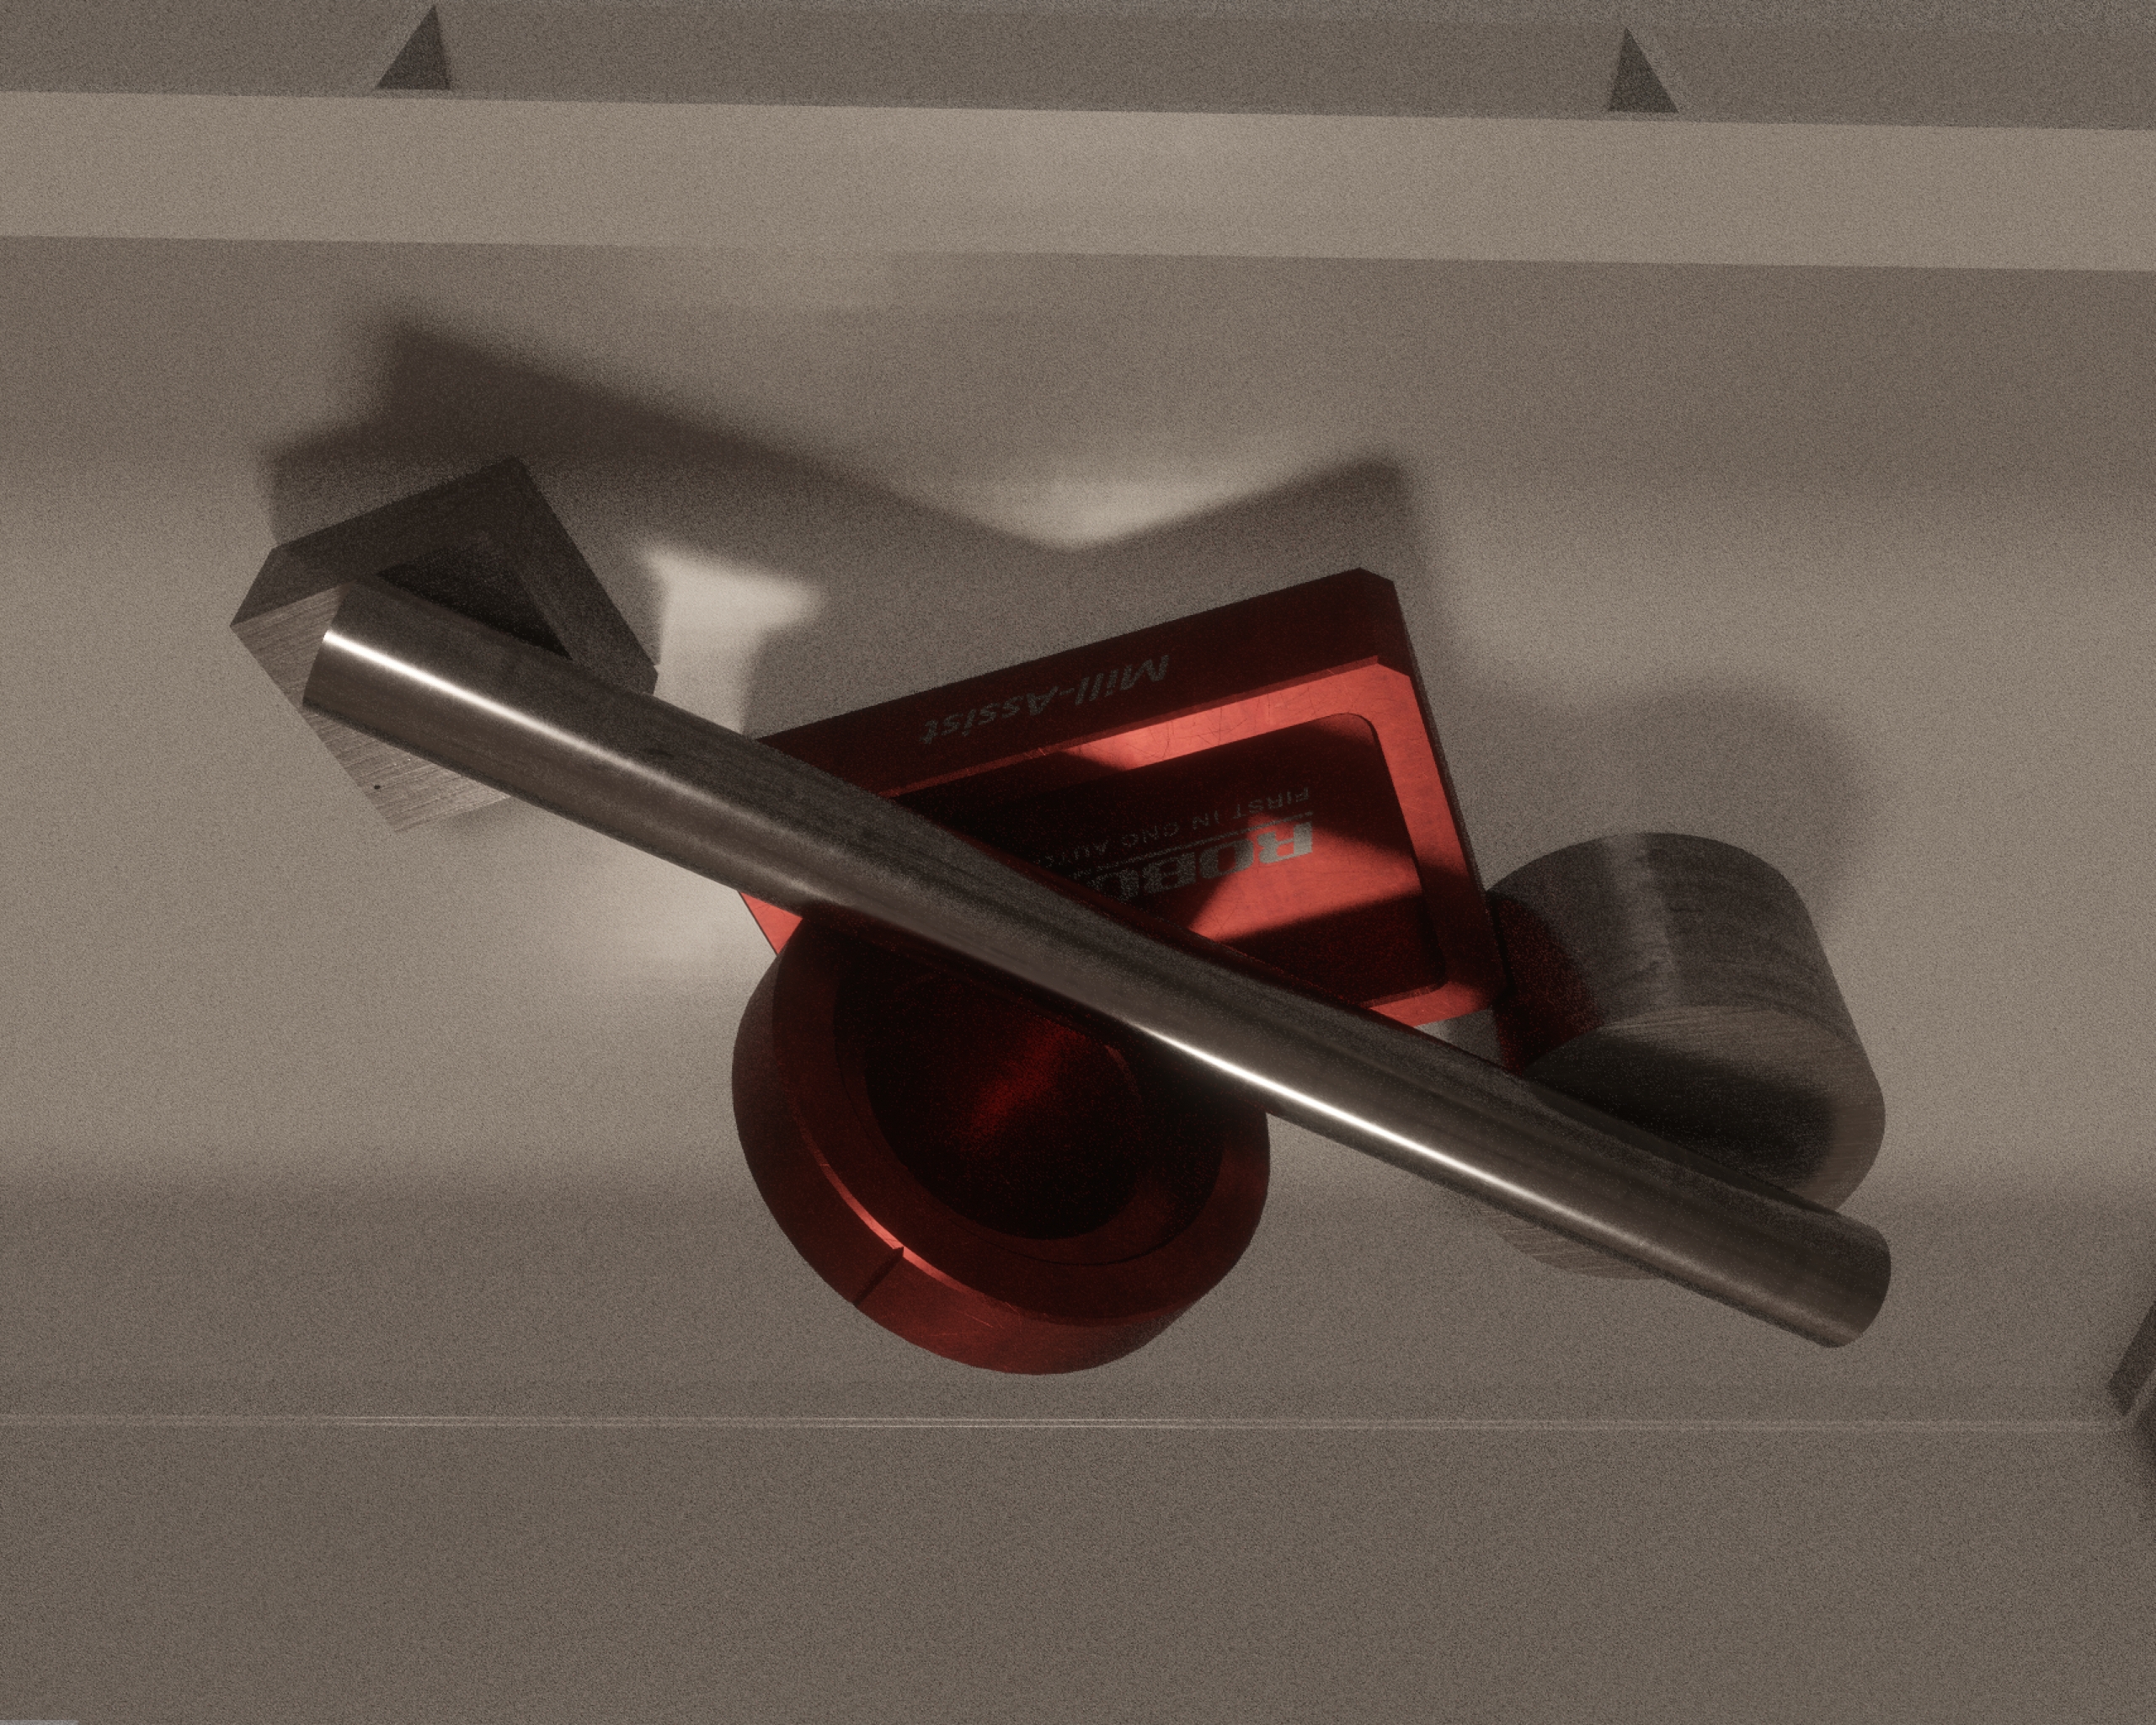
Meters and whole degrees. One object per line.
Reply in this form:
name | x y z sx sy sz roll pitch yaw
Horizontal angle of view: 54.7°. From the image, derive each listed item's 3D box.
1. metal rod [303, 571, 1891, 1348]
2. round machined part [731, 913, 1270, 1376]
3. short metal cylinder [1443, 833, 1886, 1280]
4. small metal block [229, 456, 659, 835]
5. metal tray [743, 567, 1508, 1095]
metal rod | 0.014 0.023 0.373 0.302 0.025 0.025 24 126 -12
round machined part | -0.017 0.049 0.384 0.099 0.098 0.042 22 134 -18
short metal cylinder | 0.117 0.040 0.427 0.081 0.050 0.079 0 130 0
small metal block | -0.111 -0.038 0.373 0.050 0.025 0.050 -17 128 13
metal tray | 0.009 0.003 0.406 0.130 0.030 0.090 -15 129 12
